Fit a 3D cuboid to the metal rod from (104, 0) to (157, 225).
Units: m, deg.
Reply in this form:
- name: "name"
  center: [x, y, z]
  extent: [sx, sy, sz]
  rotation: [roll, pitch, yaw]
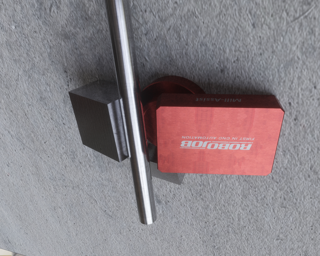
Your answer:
- name: "metal rod"
  center: [-0.030, -0.006, 0.366]
  extent: [0.025, 0.025, 0.298]
  rotation: [7, 120, 24]

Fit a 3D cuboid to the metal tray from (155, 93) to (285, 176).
- name: "metal tray"
  center: [0.062, 0.008, 0.349]
  extent: [0.131, 0.030, 0.089]
  rotation: [1, 122, 4]

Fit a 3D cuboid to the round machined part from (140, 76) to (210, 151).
- name: "round machined part"
  center: [0.013, -0.011, 0.383]
  extent: [0.098, 0.042, 0.097]
  rotation: [13, 124, 21]

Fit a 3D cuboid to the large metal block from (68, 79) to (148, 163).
- name: "large metal block"
  center: [-0.067, -0.012, 0.405]
  extent: [0.080, 0.050, 0.079]
  rotation: [19, 128, 39]

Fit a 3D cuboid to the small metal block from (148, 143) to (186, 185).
- name: "small metal block"
  center: [0.007, 0.050, 0.423]
  extent: [0.050, 0.025, 0.050]
  rotation: [15, 150, 20]
